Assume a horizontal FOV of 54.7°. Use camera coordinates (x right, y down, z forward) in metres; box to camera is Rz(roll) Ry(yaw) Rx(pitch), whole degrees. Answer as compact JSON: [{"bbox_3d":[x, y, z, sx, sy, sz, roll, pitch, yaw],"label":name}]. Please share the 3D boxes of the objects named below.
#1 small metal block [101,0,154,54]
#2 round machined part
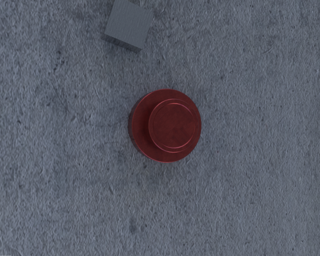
[{"bbox_3d":[-0.042,-0.130,0.394,0.050,0.025,0.050,18,84,-20],"label":"small metal block"},{"bbox_3d":[0.011,-0.003,0.405,0.099,0.042,0.097,0,90,-21],"label":"round machined part"}]
